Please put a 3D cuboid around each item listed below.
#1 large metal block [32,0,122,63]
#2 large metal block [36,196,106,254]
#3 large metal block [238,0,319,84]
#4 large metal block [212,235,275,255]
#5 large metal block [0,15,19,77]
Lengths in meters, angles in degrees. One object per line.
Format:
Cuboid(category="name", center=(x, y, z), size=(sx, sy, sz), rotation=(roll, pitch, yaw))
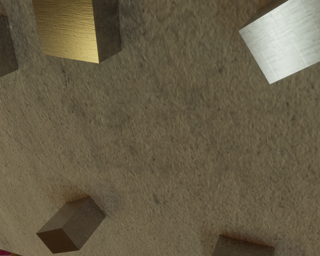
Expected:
Cuboid(category="large metal block", center=(-0.095, -0.127, 0.361), size=(0.080, 0.050, 0.079), rotation=(13, 124, 20))
Cuboid(category="large metal block", center=(-0.160, 0.176, 0.562), size=(0.080, 0.080, 0.050), rotation=(-23, 106, 36))
Cuboid(category="large metal block", center=(0.121, -0.088, 0.253), size=(0.080, 0.080, 0.050), rotation=(-26, 105, 36))
Cuboid(category="large metal block", center=(0.123, 0.214, 0.458), size=(0.080, 0.050, 0.079), rotation=(5, 121, 25))
Cuboid(category="large metal block", center=(-0.264, -0.122, 0.451), size=(0.080, 0.050, 0.079), rotation=(15, 125, 19))
